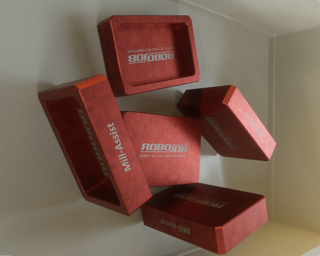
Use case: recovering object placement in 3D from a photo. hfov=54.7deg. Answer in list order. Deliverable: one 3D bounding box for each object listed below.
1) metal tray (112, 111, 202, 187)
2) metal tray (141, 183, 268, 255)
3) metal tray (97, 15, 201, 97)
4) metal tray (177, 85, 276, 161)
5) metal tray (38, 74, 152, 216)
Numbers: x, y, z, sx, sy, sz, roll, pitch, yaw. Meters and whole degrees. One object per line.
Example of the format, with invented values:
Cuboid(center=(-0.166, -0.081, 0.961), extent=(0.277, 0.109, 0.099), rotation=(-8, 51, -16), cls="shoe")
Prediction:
Cuboid(center=(-0.003, 0.028, 0.399), extent=(0.131, 0.030, 0.089), rotation=(4, 87, -40), cls="metal tray")
Cuboid(center=(0.050, 0.101, 0.379), extent=(0.091, 0.130, 0.030), rotation=(-17, 101, -40), cls="metal tray")
Cuboid(center=(-0.008, -0.094, 0.396), extent=(0.131, 0.030, 0.089), rotation=(-17, 101, -39), cls="metal tray")
Cuboid(center=(0.096, -0.004, 0.444), extent=(0.130, 0.090, 0.030), rotation=(45, 63, -31), cls="metal tray")
Cuboid(center=(-0.066, 0.017, 0.308), extent=(0.030, 0.090, 0.129), rotation=(-31, 110, -37), cls="metal tray")
